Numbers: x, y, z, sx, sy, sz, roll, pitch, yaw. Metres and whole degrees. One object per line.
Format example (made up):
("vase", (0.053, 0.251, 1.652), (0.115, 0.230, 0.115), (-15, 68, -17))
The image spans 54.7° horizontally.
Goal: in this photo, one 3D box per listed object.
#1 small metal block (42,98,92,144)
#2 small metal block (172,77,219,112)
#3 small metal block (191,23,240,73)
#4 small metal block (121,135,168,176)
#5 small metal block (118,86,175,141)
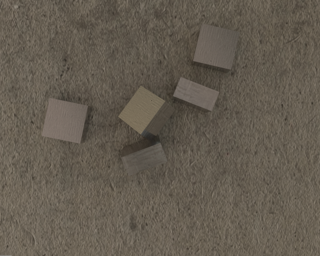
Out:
("small metal block", (-0.122, -0.009, 0.409), (0.050, 0.025, 0.050), (12, 90, 0))
("small metal block", (0.044, -0.041, 0.398), (0.050, 0.050, 0.025), (21, 90, 0))
("small metal block", (0.073, -0.105, 0.410), (0.050, 0.025, 0.050), (13, 90, 0))
("small metal block", (-0.020, 0.033, 0.395), (0.050, 0.050, 0.025), (-20, 101, 0))
("small metal block", (-0.017, -0.019, 0.397), (0.050, 0.025, 0.050), (36, 90, 39))
